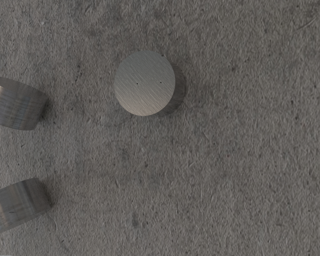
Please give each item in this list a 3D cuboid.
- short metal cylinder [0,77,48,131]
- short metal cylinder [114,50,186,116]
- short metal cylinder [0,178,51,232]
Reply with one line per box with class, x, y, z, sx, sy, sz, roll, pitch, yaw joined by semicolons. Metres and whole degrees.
short metal cylinder;-0.214;-0.036;0.455;0.080;0.080;0.050;28;99;18
short metal cylinder;-0.011;-0.055;0.400;0.080;0.050;0.080;0;90;20
short metal cylinder;-0.208;0.113;0.453;0.080;0.080;0.050;-29;81;17
